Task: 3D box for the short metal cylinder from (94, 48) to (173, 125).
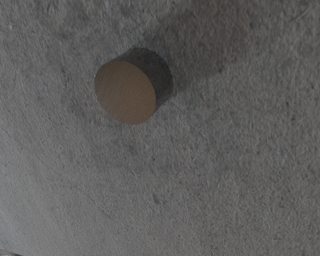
[{"bbox_3d":[-0.031,-0.051,0.374,0.080,0.050,0.079,13,124,20],"label":"short metal cylinder"}]
